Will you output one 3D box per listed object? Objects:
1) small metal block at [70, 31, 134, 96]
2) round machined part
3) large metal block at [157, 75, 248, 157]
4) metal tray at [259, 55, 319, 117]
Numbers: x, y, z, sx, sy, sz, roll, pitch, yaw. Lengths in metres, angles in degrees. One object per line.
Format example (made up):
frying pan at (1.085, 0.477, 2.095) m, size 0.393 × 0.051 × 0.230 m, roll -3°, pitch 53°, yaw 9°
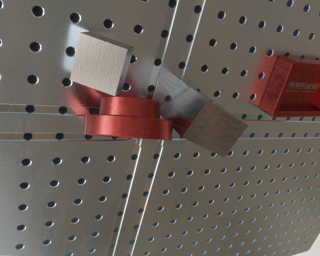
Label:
small metal block at (-0.060, -0.067, 0.322) m, size 0.050 × 0.025 × 0.050 m, roll 20°, pitch 112°, yaw 3°
round machined part at (-0.034, -0.010, 0.349) m, size 0.099 × 0.098 × 0.042 m, roll 6°, pitch 87°, yaw -32°
large metal block at (0.050, -0.015, 0.395) m, size 0.080 × 0.080 × 0.050 m, roll 26°, pitch 104°, yaw -38°
metal tray at (0.230, -0.064, 0.497) m, size 0.131 × 0.030 × 0.089 m, roll -2°, pitch 119°, yaw -28°
